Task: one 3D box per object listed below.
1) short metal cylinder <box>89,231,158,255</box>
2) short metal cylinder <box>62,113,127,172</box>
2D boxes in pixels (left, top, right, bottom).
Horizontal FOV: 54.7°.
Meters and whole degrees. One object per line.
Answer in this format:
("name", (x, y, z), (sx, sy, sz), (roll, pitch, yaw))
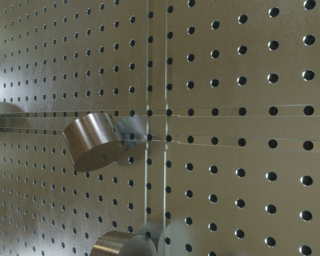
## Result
("short metal cylinder", (-0.048, 0.182, 0.414), (0.050, 0.081, 0.080), (-8, 85, 40))
("short metal cylinder", (-0.096, 0.022, 0.453), (0.080, 0.081, 0.050), (-45, 63, 31))
